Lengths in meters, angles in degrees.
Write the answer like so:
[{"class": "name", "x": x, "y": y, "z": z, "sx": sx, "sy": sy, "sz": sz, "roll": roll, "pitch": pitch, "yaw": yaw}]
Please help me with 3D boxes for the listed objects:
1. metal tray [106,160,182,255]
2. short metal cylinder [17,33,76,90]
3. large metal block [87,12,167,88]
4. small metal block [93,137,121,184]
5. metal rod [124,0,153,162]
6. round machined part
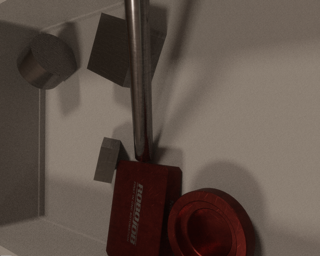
[{"class": "metal tray", "x": -0.023, "y": 0.111, "z": 0.408, "sx": 0.090, "sy": 0.030, "sz": 0.129, "roll": 2, "pitch": 83, "yaw": 39}, {"class": "short metal cylinder", "x": -0.192, "y": -0.112, "z": 0.526, "sx": 0.050, "sy": 0.081, "sz": 0.080, "roll": -27, "pitch": 73, "yaw": 36}, {"class": "large metal block", "x": -0.048, "y": -0.105, "z": 0.428, "sx": 0.080, "sy": 0.050, "sz": 0.079, "roll": 30, "pitch": 108, "yaw": 35}, {"class": "small metal block", "x": -0.076, "y": 0.045, "z": 0.449, "sx": 0.050, "sy": 0.025, "sz": 0.050, "roll": -111, "pitch": 35, "yaw": -75}, {"class": "metal rod", "x": -0.023, "y": -0.082, "z": 0.339, "sx": 0.025, "sy": 0.025, "sz": 0.298, "roll": 30, "pitch": 136, "yaw": 35}, {"class": "round machined part", "x": 0.060, "y": 0.115, "z": 0.345, "sx": 0.098, "sy": 0.042, "sz": 0.097, "roll": 0, "pitch": 90, "yaw": 39}]
